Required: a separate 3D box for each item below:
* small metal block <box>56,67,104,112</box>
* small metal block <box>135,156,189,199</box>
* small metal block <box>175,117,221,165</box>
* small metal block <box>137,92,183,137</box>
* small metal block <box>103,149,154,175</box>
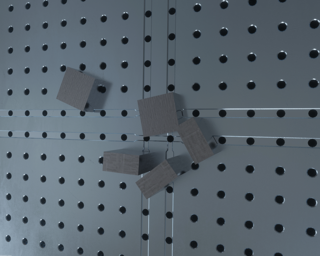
[{"bbox_3d":[-0.117,-0.056,0.455,0.050,0.025,0.050,24,98,18],"label":"small metal block"},{"bbox_3d":[0.004,0.062,0.398,0.050,0.050,0.025,-39,78,16],"label":"small metal block"},{"bbox_3d":[0.048,0.015,0.383,0.025,0.050,0.050,-31,80,18],"label":"small metal block"},{"bbox_3d":[0.002,-0.017,0.412,0.050,0.025,0.050,-11,86,19],"label":"small metal block"},{"bbox_3d":[-0.041,0.044,0.414,0.050,0.050,0.025,4,92,20],"label":"small metal block"}]
